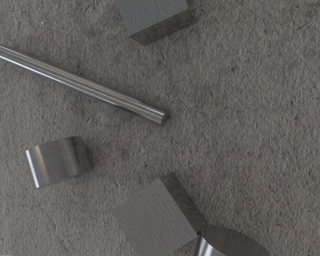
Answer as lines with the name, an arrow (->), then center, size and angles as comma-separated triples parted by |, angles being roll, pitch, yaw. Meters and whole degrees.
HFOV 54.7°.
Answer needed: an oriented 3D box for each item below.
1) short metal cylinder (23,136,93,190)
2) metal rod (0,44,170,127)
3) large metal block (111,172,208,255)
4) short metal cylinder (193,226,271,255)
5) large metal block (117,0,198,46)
short metal cylinder -> -0.140, 0.048, 0.429 | 0.080, 0.080, 0.050 | -22, 83, 19
metal rod -> -0.125, -0.068, 0.452 | 0.301, 0.025, 0.025 | 23, 98, 18
large metal block -> 0.000, 0.114, 0.394 | 0.080, 0.050, 0.080 | -38, 77, 17
short metal cylinder -> 0.078, 0.154, 0.352 | 0.080, 0.080, 0.050 | 19, 96, 19
large metal block -> -0.006, -0.164, 0.398 | 0.080, 0.050, 0.080 | -19, 84, 19
